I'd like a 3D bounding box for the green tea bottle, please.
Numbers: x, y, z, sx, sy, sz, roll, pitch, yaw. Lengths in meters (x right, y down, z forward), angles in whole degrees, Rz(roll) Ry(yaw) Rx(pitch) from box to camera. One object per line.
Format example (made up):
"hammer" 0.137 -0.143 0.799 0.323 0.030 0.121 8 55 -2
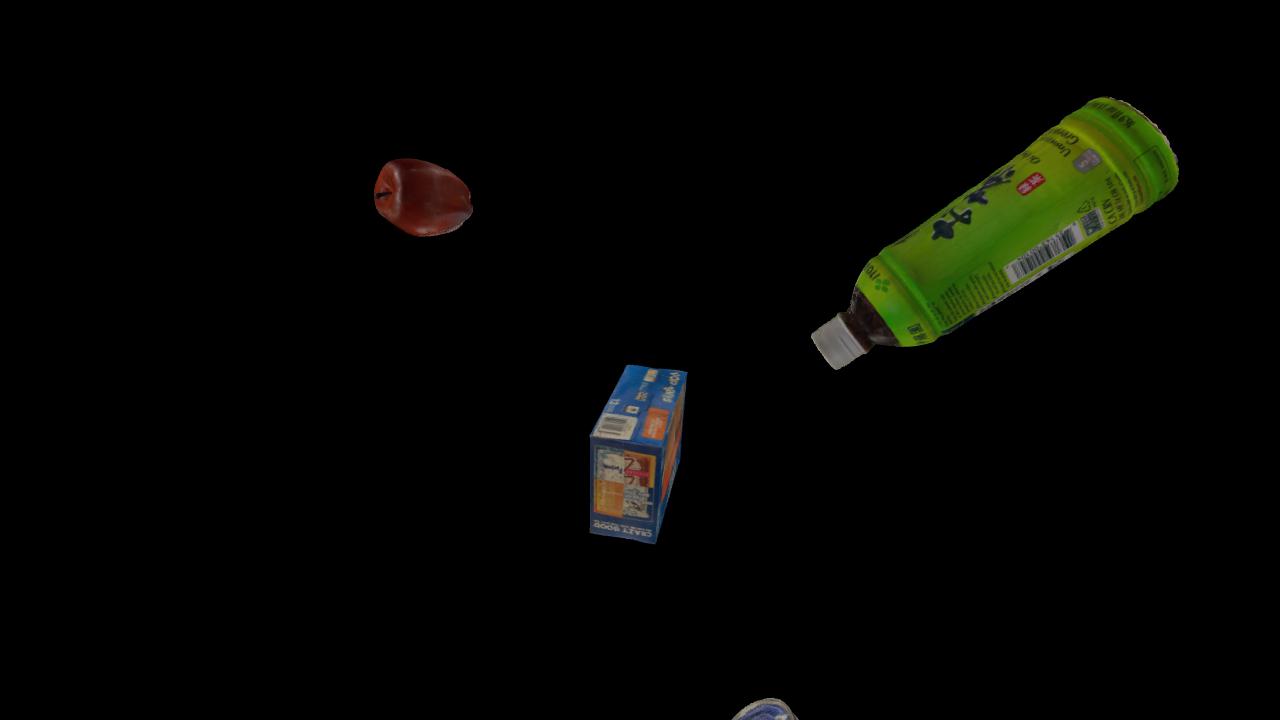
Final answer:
"green tea bottle" 0.204 -0.064 0.384 0.212 0.073 0.073 -38 -13 18

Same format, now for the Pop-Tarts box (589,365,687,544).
"Pop-Tarts box" 0.001 0.107 0.742 0.083 0.141 0.167 9 29 11

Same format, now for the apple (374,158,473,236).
"apple" -0.218 -0.162 0.616 0.093 0.079 0.079 -3 2 -44

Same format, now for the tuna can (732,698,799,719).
"tuna can" 0.103 0.330 0.511 0.084 0.034 0.084 -40 7 5
